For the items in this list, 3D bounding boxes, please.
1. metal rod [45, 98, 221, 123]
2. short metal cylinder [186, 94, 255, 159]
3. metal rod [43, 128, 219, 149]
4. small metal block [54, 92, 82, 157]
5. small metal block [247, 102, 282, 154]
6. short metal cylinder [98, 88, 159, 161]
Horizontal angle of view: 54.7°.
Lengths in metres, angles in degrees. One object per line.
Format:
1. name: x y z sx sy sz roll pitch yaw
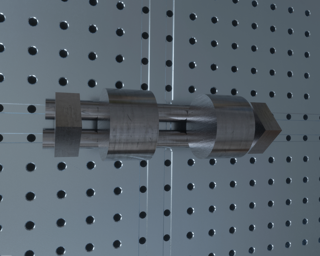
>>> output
1. metal rod: 0.008 -0.020 0.415 0.302 0.025 0.025 1 90 -20
2. short metal cylinder: 0.073 -0.002 0.387 0.050 0.080 0.079 1 90 -20
3. metal rod: 0.005 0.015 0.414 0.302 0.025 0.025 1 90 -20
4. small metal block: -0.101 -0.003 0.338 0.025 0.050 0.050 1 48 -20
5. small metal block: 0.132 0.000 0.424 0.025 0.050 0.050 1 49 -20
6. short metal cylinder: -0.038 -0.003 0.346 0.050 0.080 0.079 1 90 -20
